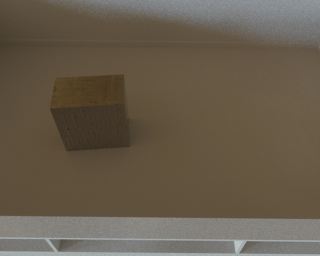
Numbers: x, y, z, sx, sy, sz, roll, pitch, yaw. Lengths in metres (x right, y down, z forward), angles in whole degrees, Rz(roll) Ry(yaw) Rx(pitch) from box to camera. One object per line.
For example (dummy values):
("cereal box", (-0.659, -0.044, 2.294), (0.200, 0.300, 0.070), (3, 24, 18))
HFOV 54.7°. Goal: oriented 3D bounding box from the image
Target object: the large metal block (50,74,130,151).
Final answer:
("large metal block", (-0.081, -0.017, 0.383), (0.081, 0.080, 0.050), (-4, 50, -4))
